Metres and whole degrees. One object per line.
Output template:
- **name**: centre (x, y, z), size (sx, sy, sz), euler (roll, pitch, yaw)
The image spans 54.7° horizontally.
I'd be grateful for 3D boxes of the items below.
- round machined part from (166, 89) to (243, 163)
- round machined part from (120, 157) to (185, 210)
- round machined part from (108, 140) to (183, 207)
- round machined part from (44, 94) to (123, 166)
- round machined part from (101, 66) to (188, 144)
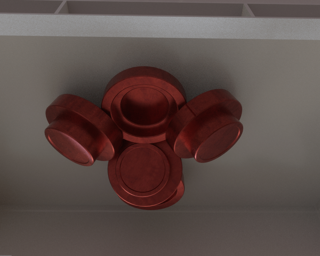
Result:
- **round machined part**: centre (0.059, 0.004, 0.370), size (0.099, 0.042, 0.097), euler (-25, 146, -18)
- **round machined part**: centre (-0.014, 0.076, 0.459), size (0.099, 0.042, 0.097), euler (0, 130, 0)
- **round machined part**: centre (-0.020, 0.053, 0.403), size (0.099, 0.097, 0.042), euler (-5, 174, 4)
- **round machined part**: centre (-0.098, 0.009, 0.374), size (0.098, 0.042, 0.097), euler (22, 146, 16)
- **round machined part**: centre (-0.018, -0.031, 0.368), size (0.099, 0.042, 0.097), euler (0, 130, 0)
